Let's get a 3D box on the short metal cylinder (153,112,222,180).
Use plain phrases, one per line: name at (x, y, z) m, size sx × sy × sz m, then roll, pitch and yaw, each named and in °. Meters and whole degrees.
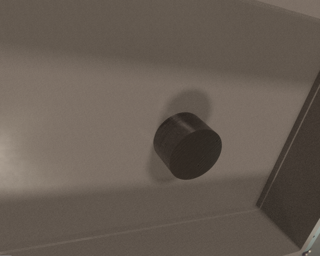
short metal cylinder at (0.038, 0.025, 0.430) m, size 0.081 × 0.050 × 0.079 m, roll -14°, pitch 125°, yaw -21°
